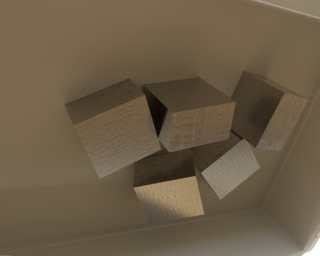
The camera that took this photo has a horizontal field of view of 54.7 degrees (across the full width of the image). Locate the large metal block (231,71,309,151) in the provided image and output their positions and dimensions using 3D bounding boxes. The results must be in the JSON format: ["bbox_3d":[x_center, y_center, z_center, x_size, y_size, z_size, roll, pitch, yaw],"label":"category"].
[{"bbox_3d":[0.143,-0.025,0.436,0.050,0.080,0.079,8,114,-32],"label":"large metal block"}]

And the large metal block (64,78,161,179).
[{"bbox_3d":[-0.053,0.000,0.363,0.080,0.050,0.080,-25,128,-13],"label":"large metal block"}]

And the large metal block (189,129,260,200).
[{"bbox_3d":[0.096,0.050,0.476,0.080,0.050,0.080,-38,130,-3],"label":"large metal block"}]

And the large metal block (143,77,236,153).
[{"bbox_3d":[0.031,-0.020,0.377,0.081,0.080,0.050,-11,123,-23],"label":"large metal block"}]

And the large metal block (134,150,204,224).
[{"bbox_3d":[0.013,0.084,0.434,0.080,0.050,0.080,-12,127,5],"label":"large metal block"}]
